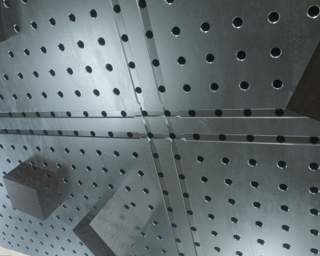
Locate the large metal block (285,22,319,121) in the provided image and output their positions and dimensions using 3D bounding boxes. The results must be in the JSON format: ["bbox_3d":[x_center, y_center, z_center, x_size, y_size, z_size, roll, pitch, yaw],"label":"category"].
[{"bbox_3d":[0.151,-0.057,0.261,0.050,0.080,0.079,23,127,14],"label":"large metal block"}]

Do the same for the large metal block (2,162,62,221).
[{"bbox_3d":[-0.246,0.122,0.602,0.080,0.050,0.079,14,124,20],"label":"large metal block"}]

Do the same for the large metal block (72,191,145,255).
[{"bbox_3d":[-0.084,0.169,0.525,0.050,0.080,0.080,-30,102,38],"label":"large metal block"}]

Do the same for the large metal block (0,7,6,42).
[{"bbox_3d":[-0.276,-0.166,0.439,0.080,0.050,0.079,19,126,17],"label":"large metal block"}]
